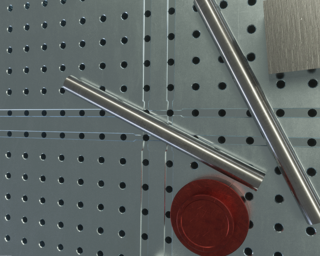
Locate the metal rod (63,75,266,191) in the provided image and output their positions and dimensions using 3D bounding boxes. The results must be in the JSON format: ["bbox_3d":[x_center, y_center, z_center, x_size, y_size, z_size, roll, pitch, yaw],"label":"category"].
[{"bbox_3d":[-0.007,-0.001,0.414,0.301,0.025,0.025,27,99,17],"label":"metal rod"}]

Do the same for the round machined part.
[{"bbox_3d":[0.059,0.112,0.383,0.098,0.042,0.097,0,90,20],"label":"round machined part"}]

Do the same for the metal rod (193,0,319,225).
[{"bbox_3d":[0.116,-0.031,0.371,0.025,0.025,0.299,-28,81,18],"label":"metal rod"}]

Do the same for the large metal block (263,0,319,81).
[{"bbox_3d":[0.160,-0.100,0.343,0.080,0.050,0.080,-4,89,20],"label":"large metal block"}]
